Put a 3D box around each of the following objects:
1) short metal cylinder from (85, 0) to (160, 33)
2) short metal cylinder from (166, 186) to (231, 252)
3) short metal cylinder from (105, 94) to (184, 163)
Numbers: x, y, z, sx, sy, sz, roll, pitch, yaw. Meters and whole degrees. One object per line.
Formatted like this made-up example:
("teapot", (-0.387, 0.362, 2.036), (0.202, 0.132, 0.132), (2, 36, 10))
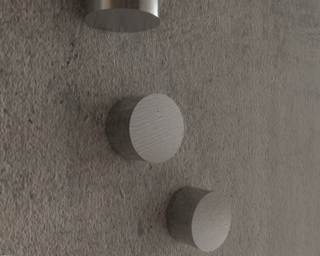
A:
("short metal cylinder", (-0.040, -0.140, 0.335), (0.081, 0.080, 0.050), (-1, 91, -40))
("short metal cylinder", (0.055, 0.125, 0.434), (0.081, 0.050, 0.080), (0, 90, -40))
("short metal cylinder", (-0.018, 0.000, 0.373), (0.081, 0.050, 0.080), (0, 90, -40))
